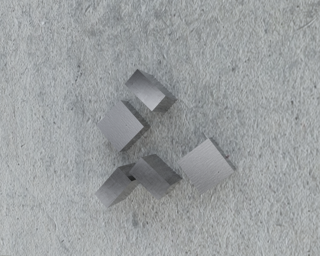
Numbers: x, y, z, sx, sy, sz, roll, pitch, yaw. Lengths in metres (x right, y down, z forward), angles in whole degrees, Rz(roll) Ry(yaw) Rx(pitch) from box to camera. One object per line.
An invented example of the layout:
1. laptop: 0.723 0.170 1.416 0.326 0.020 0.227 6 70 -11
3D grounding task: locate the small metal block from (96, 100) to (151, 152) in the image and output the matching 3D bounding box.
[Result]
1. small metal block: -0.050 -0.003 0.427 0.050 0.025 0.050 -45 76 14

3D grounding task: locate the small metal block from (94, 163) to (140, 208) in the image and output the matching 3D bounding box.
1. small metal block: -0.051 0.075 0.414 0.025 0.050 0.050 45 104 14

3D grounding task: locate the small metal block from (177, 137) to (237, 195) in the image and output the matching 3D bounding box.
1. small metal block: 0.059 0.047 0.388 0.050 0.025 0.050 -39 78 15

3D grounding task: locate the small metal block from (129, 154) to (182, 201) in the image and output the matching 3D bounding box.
1. small metal block: -0.004 0.061 0.397 0.050 0.050 0.025 42 103 15

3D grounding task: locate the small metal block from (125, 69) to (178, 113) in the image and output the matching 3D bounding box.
1. small metal block: -0.010 -0.046 0.399 0.050 0.050 0.025 45 104 14
